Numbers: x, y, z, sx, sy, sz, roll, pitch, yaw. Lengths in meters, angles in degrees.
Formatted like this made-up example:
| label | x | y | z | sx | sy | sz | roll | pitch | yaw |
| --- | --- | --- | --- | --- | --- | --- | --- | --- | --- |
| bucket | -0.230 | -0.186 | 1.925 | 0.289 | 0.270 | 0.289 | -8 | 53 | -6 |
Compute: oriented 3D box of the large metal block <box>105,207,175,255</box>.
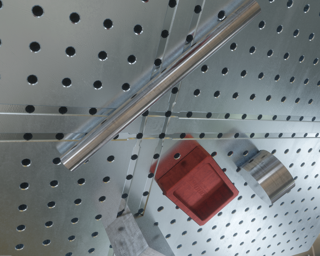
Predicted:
| label | x | y | z | sx | sy | sz | roll | pitch | yaw |
| --- | --- | --- | --- | --- | --- | --- | --- | --- | --- |
| large metal block | -0.028 | 0.180 | 0.473 | 0.050 | 0.080 | 0.080 | -44 | 130 | 2 |

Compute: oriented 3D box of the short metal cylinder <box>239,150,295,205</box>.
| label | x | y | z | sx | sy | sz | roll | pitch | yaw |
| --- | --- | --- | --- | --- | --- | --- | --- | --- | --- |
| short metal cylinder | 0.182 | 0.084 | 0.530 | 0.050 | 0.080 | 0.080 | -37 | 130 | -4 |

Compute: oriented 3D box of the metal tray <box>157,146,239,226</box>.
| label | x | y | z | sx | sy | sz | roll | pitch | yaw |
| --- | --- | --- | --- | --- | --- | --- | --- | --- | --- |
| metal tray | 0.067 | 0.098 | 0.507 | 0.090 | 0.030 | 0.130 | -41 | 130 | 0 |

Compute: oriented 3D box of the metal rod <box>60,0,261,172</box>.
| label | x | y | z | sx | sy | sz | roll | pitch | yaw |
| --- | --- | --- | --- | --- | --- | --- | --- | --- | --- |
| metal rod | 0.002 | -0.053 | 0.380 | 0.300 | 0.025 | 0.025 | -40 | 130 | -1 |
